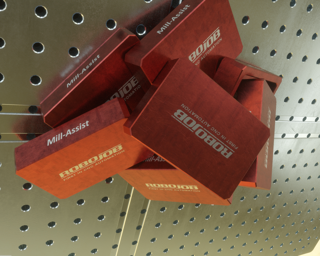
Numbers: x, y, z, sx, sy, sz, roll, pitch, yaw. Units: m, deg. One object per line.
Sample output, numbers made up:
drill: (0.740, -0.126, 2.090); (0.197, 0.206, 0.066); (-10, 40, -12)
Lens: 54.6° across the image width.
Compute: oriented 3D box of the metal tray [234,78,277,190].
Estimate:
metal tray: (0.123, 0.012, 0.400); (0.090, 0.030, 0.130); (24, 71, -58)

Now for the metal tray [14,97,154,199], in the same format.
metal tray: (-0.080, 0.027, 0.351); (0.130, 0.030, 0.090); (-26, 145, 2)

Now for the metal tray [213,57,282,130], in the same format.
metal tray: (0.108, -0.038, 0.414); (0.131, 0.030, 0.089); (-1, 121, -51)

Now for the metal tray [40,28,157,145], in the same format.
metal tray: (-0.056, -0.035, 0.354); (0.130, 0.030, 0.090); (-44, 129, 1)

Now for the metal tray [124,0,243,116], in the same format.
metal tray: (0.033, -0.084, 0.349); (0.130, 0.030, 0.090); (-47, 133, -14)

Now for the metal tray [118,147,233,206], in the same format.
metal tray: (0.019, 0.063, 0.400); (0.090, 0.130, 0.030); (51, 47, -40)

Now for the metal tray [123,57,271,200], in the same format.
metal tray: (0.041, 0.003, 0.317); (0.130, 0.030, 0.090); (36, 84, -19)

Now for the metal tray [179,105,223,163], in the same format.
metal tray: (0.063, 0.013, 0.412); (0.030, 0.090, 0.130); (-39, 129, -1)
